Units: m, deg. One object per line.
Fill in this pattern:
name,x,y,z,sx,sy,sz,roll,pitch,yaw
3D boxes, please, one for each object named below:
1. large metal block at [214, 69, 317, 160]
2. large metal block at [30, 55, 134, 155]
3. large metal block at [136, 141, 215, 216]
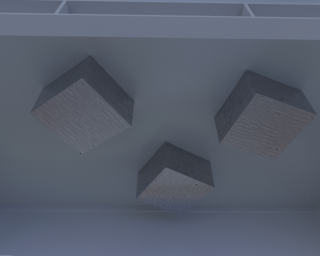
large metal block,0.125,-0.014,0.382,0.081,0.050,0.079,17,128,-14
large metal block,-0.089,-0.025,0.370,0.080,0.050,0.080,-28,125,22
large metal block,0.021,0.077,0.458,0.080,0.050,0.080,25,126,-20
